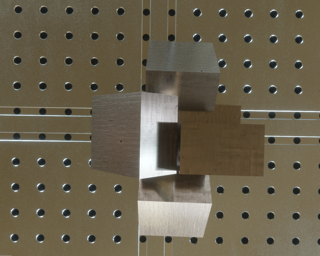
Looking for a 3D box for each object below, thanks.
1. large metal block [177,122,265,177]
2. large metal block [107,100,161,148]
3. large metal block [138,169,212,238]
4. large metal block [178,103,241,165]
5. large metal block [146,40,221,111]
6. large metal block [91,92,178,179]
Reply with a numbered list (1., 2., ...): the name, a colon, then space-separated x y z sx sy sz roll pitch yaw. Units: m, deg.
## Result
1. large metal block: 0.060 0.020 0.336 0.080 0.080 0.050 2 90 0
2. large metal block: -0.028 0.006 0.401 0.080 0.050 0.080 7 90 0
3. large metal block: 0.016 0.091 0.380 0.080 0.050 0.080 2 135 0
4. large metal block: 0.057 0.011 0.401 0.080 0.050 0.080 3 90 0
5. large metal block: 0.025 -0.066 0.379 0.080 0.080 0.050 2 128 0
6. large metal block: -0.029 0.006 0.328 0.080 0.050 0.080 2 91 45
